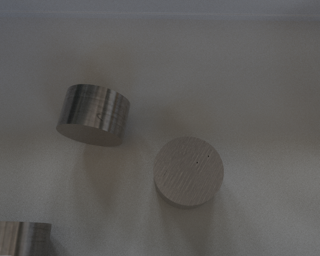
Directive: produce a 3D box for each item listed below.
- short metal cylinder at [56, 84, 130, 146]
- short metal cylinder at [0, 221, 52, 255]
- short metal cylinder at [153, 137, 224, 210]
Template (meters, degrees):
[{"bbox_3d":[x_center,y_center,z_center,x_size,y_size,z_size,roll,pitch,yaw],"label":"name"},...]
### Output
[{"bbox_3d":[-0.081,-0.013,0.385,0.080,0.080,0.050,8,70,3],"label":"short metal cylinder"},{"bbox_3d":[-0.162,0.128,0.332,0.080,0.080,0.050,1,70,0],"label":"short metal cylinder"},{"bbox_3d":[0.033,0.056,0.376,0.081,0.050,0.080,0,70,0],"label":"short metal cylinder"}]
